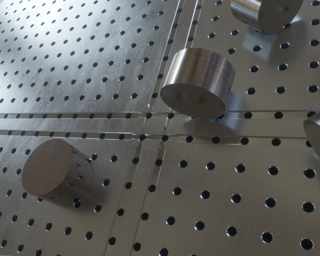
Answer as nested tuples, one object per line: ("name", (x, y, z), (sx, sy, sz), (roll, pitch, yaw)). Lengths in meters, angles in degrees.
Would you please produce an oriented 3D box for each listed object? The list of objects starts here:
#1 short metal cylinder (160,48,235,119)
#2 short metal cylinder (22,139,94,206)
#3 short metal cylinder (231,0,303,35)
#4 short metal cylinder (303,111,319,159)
("short metal cylinder", (0.046, -0.052, 0.380), (0.080, 0.080, 0.050), (6, 65, 30))
("short metal cylinder", (-0.139, 0.061, 0.425), (0.080, 0.050, 0.080), (-12, 57, 20))
("short metal cylinder", (0.140, -0.169, 0.403), (0.080, 0.080, 0.050), (-42, 51, 0))
("short metal cylinder", (0.175, 0.013, 0.273), (0.050, 0.080, 0.080), (-33, 52, 7))
